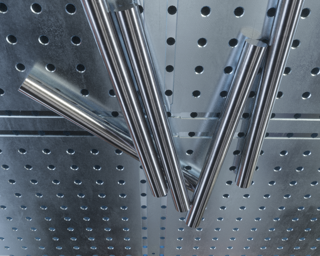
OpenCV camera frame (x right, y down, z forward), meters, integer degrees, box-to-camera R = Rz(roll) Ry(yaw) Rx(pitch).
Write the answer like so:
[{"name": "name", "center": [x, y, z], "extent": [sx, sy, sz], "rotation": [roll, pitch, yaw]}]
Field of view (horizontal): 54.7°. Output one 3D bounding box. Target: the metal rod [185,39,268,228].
[{"name": "metal rod", "center": [0.078, 0.029, 0.417], "extent": [0.025, 0.025, 0.298], "rotation": [8, 124, -7]}]

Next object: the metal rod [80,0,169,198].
[{"name": "metal rod", "center": [-0.035, -0.028, 0.368], "extent": [0.025, 0.025, 0.298], "rotation": [-11, 124, 9]}]

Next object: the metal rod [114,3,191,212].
[{"name": "metal rod", "center": [0.001, -0.001, 0.391], "extent": [0.025, 0.025, 0.298], "rotation": [-11, 124, 8]}]

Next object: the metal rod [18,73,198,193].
[{"name": "metal rod", "center": [-0.047, 0.021, 0.428], "extent": [0.301, 0.025, 0.025], "rotation": [34, 122, -26]}]

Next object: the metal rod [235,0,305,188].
[{"name": "metal rod", "center": [0.130, -0.029, 0.389], "extent": [0.025, 0.025, 0.298], "rotation": [0, 130, 0]}]
